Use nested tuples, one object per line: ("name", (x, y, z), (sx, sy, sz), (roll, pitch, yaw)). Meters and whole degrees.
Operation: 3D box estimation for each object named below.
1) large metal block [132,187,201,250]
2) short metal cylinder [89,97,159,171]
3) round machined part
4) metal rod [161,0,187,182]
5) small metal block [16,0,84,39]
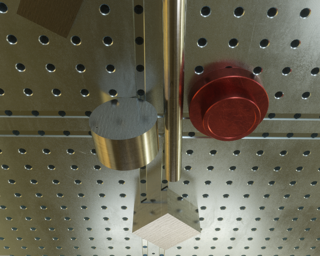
("large metal block", (0.011, 0.157, 0.529), (0.080, 0.050, 0.080), (-36, 122, 26))
("short metal cylinder", (-0.042, 0.006, 0.380), (0.081, 0.080, 0.050), (-2, 130, 1))
("round machined part", (0.085, -0.022, 0.384), (0.099, 0.042, 0.097), (0, 130, 0))
("metal rod", (0.016, -0.040, 0.377), (0.025, 0.025, 0.298), (-1, 130, 1))
("small metal block", (-0.104, -0.125, 0.303), (0.050, 0.025, 0.050), (24, 126, -20))
